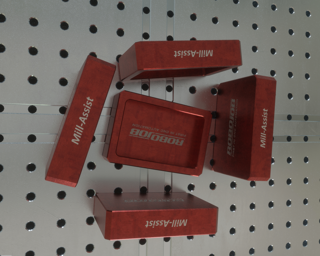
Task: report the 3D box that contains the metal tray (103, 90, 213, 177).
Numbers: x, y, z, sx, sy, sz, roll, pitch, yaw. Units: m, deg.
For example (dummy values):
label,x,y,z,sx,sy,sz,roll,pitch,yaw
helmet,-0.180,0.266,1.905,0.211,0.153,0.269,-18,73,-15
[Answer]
label,x,y,z,sx,sy,sz,roll,pitch,yaw
metal tray,-0.001,0.009,0.408,0.131,0.030,0.090,12,86,-20

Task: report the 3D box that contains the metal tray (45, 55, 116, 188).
label,x,y,z,sx,sy,sz,roll,pitch,yaw
metal tray,-0.091,-0.007,0.344,0.030,0.090,0.130,19,83,-19

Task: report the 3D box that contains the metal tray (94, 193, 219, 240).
label,x,y,z,sx,sy,sz,roll,pitch,yaw
metal tray,-0.008,0.102,0.375,0.131,0.090,0.030,4,89,-20

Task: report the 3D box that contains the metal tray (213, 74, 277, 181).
label,x,y,z,sx,sy,sz,roll,pitch,yaw
metal tray,0.111,0.000,0.418,0.030,0.090,0.129,5,88,-20

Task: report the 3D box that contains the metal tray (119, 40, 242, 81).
label,x,y,z,sx,sy,sz,roll,pitch,yaw
metal tray,0.023,-0.083,0.385,0.131,0.090,0.030,-7,93,-20
